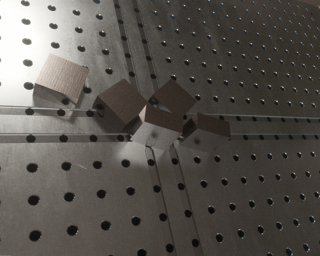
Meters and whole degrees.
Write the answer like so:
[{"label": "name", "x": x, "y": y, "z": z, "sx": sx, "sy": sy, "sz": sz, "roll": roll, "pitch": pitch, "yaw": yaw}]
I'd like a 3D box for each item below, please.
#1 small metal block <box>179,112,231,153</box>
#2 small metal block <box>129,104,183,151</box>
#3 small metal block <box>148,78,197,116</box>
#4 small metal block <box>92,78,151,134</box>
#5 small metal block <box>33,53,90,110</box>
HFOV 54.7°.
[{"label": "small metal block", "x": 0.060, "y": 0.008, "z": 0.421, "sx": 0.050, "sy": 0.050, "sz": 0.025, "roll": 16, "pitch": 56, "yaw": -20}, {"label": "small metal block", "x": -0.005, "y": 0.001, "z": 0.390, "sx": 0.050, "sy": 0.050, "sz": 0.025, "roll": 17, "pitch": 55, "yaw": -19}, {"label": "small metal block", "x": 0.017, "y": -0.036, "z": 0.440, "sx": 0.050, "sy": 0.025, "sz": 0.050, "roll": 43, "pitch": 51, "yaw": 1}, {"label": "small metal block", "x": -0.049, "y": -0.029, "z": 0.401, "sx": 0.050, "sy": 0.025, "sz": 0.050, "roll": 45, "pitch": 51, "yaw": 3}, {"label": "small metal block", "x": -0.120, "y": -0.057, "z": 0.379, "sx": 0.050, "sy": 0.025, "sz": 0.050, "roll": 21, "pitch": 54, "yaw": -16}]
